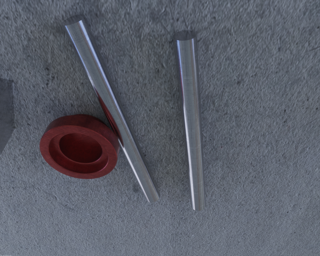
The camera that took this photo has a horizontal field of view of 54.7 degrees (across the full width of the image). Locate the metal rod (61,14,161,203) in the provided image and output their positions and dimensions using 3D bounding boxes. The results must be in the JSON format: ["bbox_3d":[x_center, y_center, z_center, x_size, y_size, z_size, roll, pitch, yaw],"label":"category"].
[{"bbox_3d":[-0.050,0.000,0.406,0.025,0.025,0.299,-12,130,9],"label":"metal rod"}]

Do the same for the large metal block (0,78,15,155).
[{"bbox_3d":[-0.226,-0.019,0.371,0.081,0.050,0.079,11,129,-10],"label":"large metal block"}]

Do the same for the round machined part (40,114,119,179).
[{"bbox_3d":[-0.102,0.020,0.409,0.099,0.042,0.097,2,131,3],"label":"round machined part"}]

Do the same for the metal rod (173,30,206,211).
[{"bbox_3d":[0.045,0.015,0.420,0.025,0.025,0.298,-6,130,4],"label":"metal rod"}]
